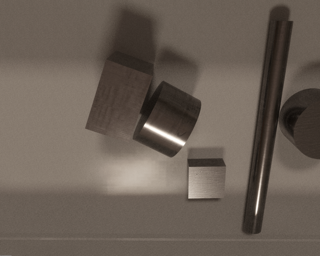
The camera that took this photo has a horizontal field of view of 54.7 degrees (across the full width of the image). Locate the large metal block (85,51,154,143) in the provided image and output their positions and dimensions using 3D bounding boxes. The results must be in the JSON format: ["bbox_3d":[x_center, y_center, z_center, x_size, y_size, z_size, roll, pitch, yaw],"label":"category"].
[{"bbox_3d":[-0.045,-0.040,0.367,0.050,0.080,0.079,19,109,-7],"label":"large metal block"}]

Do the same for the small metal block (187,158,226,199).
[{"bbox_3d":[0.065,0.071,0.439,0.050,0.025,0.050,-1,110,0],"label":"small metal block"}]

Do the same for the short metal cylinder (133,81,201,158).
[{"bbox_3d":[0.008,-0.011,0.378,0.050,0.080,0.080,27,108,-10],"label":"short metal cylinder"}]

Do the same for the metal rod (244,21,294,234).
[{"bbox_3d":[0.143,0.013,0.418,0.025,0.025,0.298,1,110,-1],"label":"metal rod"}]

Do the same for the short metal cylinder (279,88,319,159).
[{"bbox_3d":[0.202,-0.007,0.399,0.081,0.050,0.079,0,110,-1],"label":"short metal cylinder"}]
